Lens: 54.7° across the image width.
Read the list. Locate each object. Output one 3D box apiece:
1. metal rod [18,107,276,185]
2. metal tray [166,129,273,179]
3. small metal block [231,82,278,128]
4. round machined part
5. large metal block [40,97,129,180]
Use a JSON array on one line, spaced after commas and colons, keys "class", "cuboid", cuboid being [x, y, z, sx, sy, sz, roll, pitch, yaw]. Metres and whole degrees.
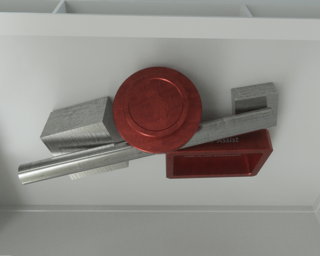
[{"class": "metal rod", "cuboid": [-0.015, 0.021, 0.366, 0.302, 0.025, 0.025, -13, 130, 1]}, {"class": "metal tray", "cuboid": [0.073, 0.037, 0.418, 0.131, 0.030, 0.090, -2, 150, 0]}, {"class": "small metal block", "cuboid": [0.118, -0.025, 0.387, 0.050, 0.025, 0.050, -9, 130, 7]}, {"class": "round machined part", "cuboid": [-0.003, -0.021, 0.339, 0.099, 0.097, 0.042, -4, 171, 2]}, {"class": "large metal block", "cuboid": [-0.091, 0.015, 0.401, 0.080, 0.050, 0.080, -14, 129, 11]}]
